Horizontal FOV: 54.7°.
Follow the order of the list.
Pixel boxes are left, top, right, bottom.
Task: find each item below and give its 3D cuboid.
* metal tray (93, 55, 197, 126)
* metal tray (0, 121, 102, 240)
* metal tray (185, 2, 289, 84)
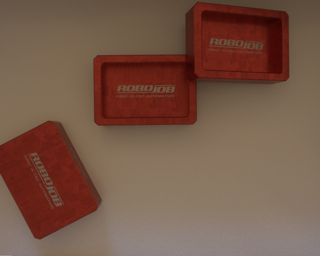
[{"bbox_3d":[-0.019,-0.049,0.408,0.131,0.030,0.089,-1,90,-1],"label":"metal tray"},{"bbox_3d":[-0.147,0.066,0.407,0.090,0.030,0.130,-28,90,-1],"label":"metal tray"},{"bbox_3d":[0.099,-0.104,0.393,0.131,0.030,0.089,-1,90,-16],"label":"metal tray"}]
